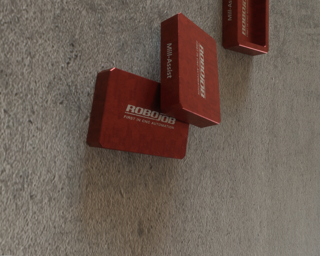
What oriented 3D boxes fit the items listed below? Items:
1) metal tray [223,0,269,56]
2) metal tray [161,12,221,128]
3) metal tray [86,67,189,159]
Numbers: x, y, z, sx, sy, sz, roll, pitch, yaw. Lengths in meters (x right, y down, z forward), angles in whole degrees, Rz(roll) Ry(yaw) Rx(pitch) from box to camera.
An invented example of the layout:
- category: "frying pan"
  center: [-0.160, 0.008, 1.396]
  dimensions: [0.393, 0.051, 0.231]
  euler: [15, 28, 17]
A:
- category: "metal tray"
  center: [0.146, -0.194, 0.522]
  dimensions: [0.091, 0.030, 0.129]
  euler: [0, 90, -40]
- category: "metal tray"
  center: [0.041, -0.073, 0.409]
  dimensions: [0.091, 0.030, 0.129]
  euler: [18, 65, -46]
- category: "metal tray"
  center: [-0.019, -0.013, 0.385]
  dimensions: [0.131, 0.030, 0.090]
  euler: [13, 82, -39]
